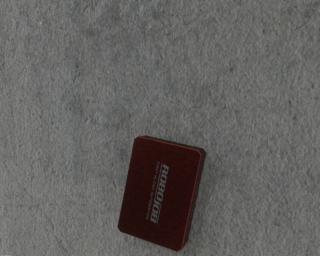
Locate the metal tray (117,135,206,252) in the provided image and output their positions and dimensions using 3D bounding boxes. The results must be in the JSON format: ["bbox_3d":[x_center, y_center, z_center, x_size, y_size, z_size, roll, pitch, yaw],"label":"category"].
[{"bbox_3d":[0.002,0.082,0.405,0.090,0.030,0.129,12,94,19],"label":"metal tray"}]
